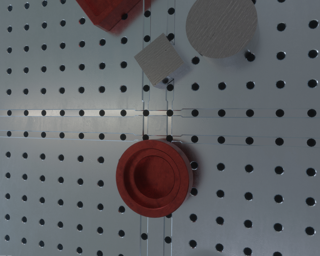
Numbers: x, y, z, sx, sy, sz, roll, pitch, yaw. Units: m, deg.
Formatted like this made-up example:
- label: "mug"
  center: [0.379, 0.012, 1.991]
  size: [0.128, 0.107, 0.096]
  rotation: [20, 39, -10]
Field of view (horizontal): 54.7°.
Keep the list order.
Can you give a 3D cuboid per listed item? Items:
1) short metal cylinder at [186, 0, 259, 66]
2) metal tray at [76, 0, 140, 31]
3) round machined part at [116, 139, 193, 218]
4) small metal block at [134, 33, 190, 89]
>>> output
- label: "short metal cylinder"
  center: [0.076, -0.118, 0.372]
  size: [0.080, 0.050, 0.079]
  rotation: [0, 90, 20]
- label: "metal tray"
  center: [-0.061, -0.213, 0.431]
  size: [0.130, 0.030, 0.090]
  rotation: [-39, 78, 15]
- label: "round machined part"
  center: [-0.004, 0.063, 0.405]
  size: [0.098, 0.042, 0.097]
  rotation: [0, 90, 19]
- label: "small metal block"
  center: [0.002, -0.088, 0.412]
  size: [0.050, 0.025, 0.050]
  rotation: [-36, 79, 16]
